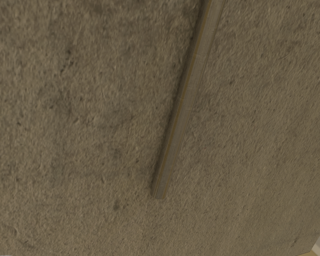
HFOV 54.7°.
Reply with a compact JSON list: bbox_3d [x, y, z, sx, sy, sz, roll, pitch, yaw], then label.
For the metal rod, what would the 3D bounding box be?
[{"bbox_3d":[0.032,-0.031,0.406,0.025,0.025,0.298,0,118,-29],"label":"metal rod"}]
